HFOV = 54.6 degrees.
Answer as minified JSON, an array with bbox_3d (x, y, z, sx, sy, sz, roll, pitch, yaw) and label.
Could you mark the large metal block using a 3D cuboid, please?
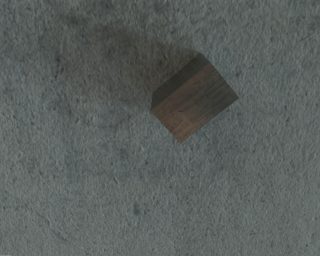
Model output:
[{"bbox_3d":[0.037,-0.039,0.366,0.080,0.080,0.050,-39,106,13],"label":"large metal block"}]
